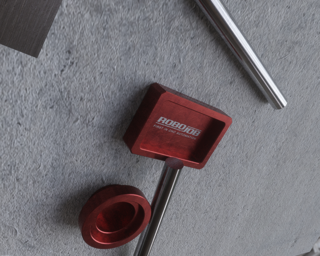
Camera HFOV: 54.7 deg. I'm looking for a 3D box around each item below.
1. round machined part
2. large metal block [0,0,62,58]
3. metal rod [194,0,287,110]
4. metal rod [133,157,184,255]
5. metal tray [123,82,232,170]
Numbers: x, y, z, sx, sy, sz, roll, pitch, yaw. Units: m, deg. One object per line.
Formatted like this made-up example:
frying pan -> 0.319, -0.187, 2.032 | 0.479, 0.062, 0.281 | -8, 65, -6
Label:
round machined part -> -0.065, 0.119, 0.435 | 0.099, 0.042, 0.097 | -14, 125, -21
large metal block -> -0.127, -0.115, 0.250 | 0.080, 0.050, 0.080 | 19, 108, -36
metal rod -> 0.096, -0.111, 0.392 | 0.025, 0.025, 0.301 | -48, 129, 5
metal rod -> -0.018, 0.168, 0.482 | 0.025, 0.025, 0.298 | -2, 126, -28
metal tray -> 0.027, 0.002, 0.421 | 0.131, 0.030, 0.090 | 18, 109, -36
